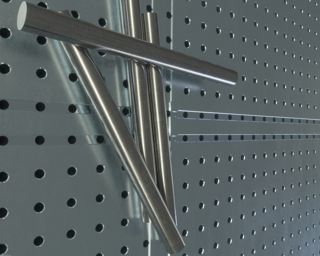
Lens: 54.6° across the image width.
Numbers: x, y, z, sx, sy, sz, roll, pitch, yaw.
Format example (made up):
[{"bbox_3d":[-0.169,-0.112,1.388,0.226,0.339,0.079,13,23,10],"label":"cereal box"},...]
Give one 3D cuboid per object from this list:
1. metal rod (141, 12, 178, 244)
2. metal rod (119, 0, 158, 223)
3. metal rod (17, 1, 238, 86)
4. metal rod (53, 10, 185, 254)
[{"bbox_3d":[-0.001,0.005,0.406,0.025,0.025,0.298,-10,96,-40],"label":"metal rod"},{"bbox_3d":[-0.026,-0.031,0.386,0.025,0.025,0.298,-9,96,-40],"label":"metal rod"},{"bbox_3d":[-0.006,-0.086,0.368,0.302,0.025,0.025,6,87,-41],"label":"metal rod"},{"bbox_3d":[-0.042,0.015,0.352,0.025,0.025,0.299,-34,105,-35],"label":"metal rod"}]
